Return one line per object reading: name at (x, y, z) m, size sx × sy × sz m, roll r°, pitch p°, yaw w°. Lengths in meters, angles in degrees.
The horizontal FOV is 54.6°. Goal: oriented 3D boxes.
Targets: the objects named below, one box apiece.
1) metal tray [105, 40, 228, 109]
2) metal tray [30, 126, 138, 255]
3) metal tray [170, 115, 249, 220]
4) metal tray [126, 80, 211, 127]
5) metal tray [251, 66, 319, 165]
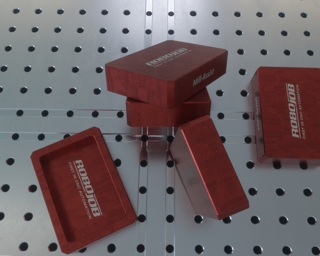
metal tray at (0.012, -0.069, 0.365) m, size 0.090 × 0.030 × 0.131 m, roll 19°, pitch 35°, yaw 30°
metal tray at (-0.093, 0.073, 0.381) m, size 0.090 × 0.030 × 0.130 m, roll -23°, pitch 72°, yaw -8°
metal tray at (0.045, 0.047, 0.334) m, size 0.030 × 0.130 × 0.090 m, roll -21°, pitch 78°, yaw -7°
metal tray at (0.009, -0.046, 0.386) m, size 0.090 × 0.030 × 0.130 m, roll 0°, pitch 30°, yaw 0°
metal tray at (0.176, -0.018, 0.417) m, size 0.090 × 0.030 × 0.130 m, roll 2°, pitch 70°, yaw 0°
